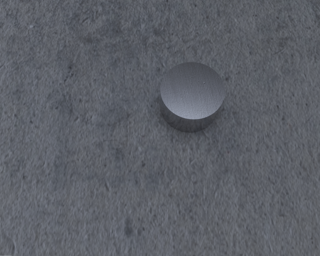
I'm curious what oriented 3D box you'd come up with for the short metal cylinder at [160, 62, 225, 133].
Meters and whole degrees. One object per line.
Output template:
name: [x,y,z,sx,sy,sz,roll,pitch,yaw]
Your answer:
short metal cylinder: [0.041,-0.040,0.410,0.081,0.050,0.080,0,70,0]
